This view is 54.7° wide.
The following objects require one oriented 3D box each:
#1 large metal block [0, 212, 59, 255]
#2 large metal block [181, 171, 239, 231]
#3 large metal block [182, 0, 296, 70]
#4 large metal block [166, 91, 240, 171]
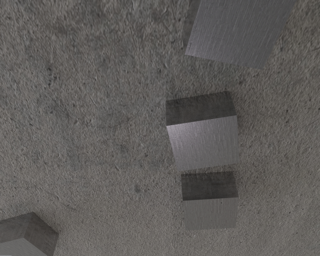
[{"bbox_3d":[-0.247,0.204,0.562,0.080,0.050,0.080,-17,128,14],"label":"large metal block"},{"bbox_3d":[0.077,0.116,0.491,0.080,0.050,0.080,-4,130,3],"label":"large metal block"},{"bbox_3d":[0.072,-0.110,0.298,0.081,0.050,0.079,9,130,-8],"label":"large metal block"},{"bbox_3d":[0.055,0.005,0.396,0.080,0.050,0.080,-9,130,7],"label":"large metal block"}]
